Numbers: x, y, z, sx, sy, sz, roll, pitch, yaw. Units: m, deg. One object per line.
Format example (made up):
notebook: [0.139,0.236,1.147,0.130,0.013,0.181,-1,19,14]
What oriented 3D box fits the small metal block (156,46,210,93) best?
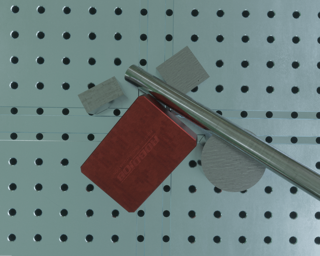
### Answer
small metal block: [0.030,-0.072,0.414,0.050,0.025,0.050,-36,90,-1]

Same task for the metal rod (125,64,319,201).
metal rod: [0.079,0.004,0.361,0.300,0.025,0.025,33,90,20]

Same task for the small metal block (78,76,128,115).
small metal block: [-0.072,-0.041,0.400,0.050,0.050,0.025,-27,90,0]

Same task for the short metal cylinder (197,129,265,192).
short metal cylinder: [0.090,0.038,0.402,0.081,0.050,0.079,0,90,0]

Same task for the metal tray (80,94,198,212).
metal tray: [-0.027,0.033,0.394,0.090,0.030,0.130,41,105,-1]
